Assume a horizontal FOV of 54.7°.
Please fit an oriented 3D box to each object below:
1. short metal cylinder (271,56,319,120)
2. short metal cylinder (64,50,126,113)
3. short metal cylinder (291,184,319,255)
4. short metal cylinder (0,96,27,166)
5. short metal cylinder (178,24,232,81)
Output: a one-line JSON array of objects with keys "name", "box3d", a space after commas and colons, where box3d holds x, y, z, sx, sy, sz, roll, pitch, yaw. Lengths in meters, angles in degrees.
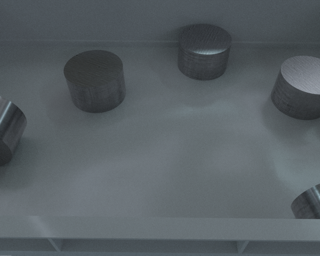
[{"name": "short metal cylinder", "box3d": [0.205, -0.057, 0.438, 0.080, 0.050, 0.080, 0, 50, 0]}, {"name": "short metal cylinder", "box3d": [-0.091, -0.067, 0.445, 0.080, 0.050, 0.080, 0, 50, 0]}, {"name": "short metal cylinder", "box3d": [0.176, 0.087, 0.297, 0.081, 0.080, 0.050, -7, 51, -6]}, {"name": "short metal cylinder", "box3d": [-0.208, 0.002, 0.366, 0.080, 0.080, 0.050, 3, 50, 2]}, {"name": "short metal cylinder", "box3d": [0.069, -0.121, 0.490, 0.080, 0.050, 0.080, 0, 50, 0]}]
